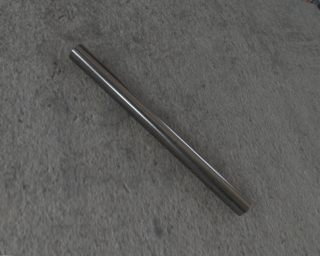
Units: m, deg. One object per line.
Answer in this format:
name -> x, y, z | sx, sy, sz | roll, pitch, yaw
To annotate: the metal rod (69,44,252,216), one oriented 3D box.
metal rod -> 0.000, 0.002, 0.403 | 0.300, 0.025, 0.025 | 43, 51, 1
